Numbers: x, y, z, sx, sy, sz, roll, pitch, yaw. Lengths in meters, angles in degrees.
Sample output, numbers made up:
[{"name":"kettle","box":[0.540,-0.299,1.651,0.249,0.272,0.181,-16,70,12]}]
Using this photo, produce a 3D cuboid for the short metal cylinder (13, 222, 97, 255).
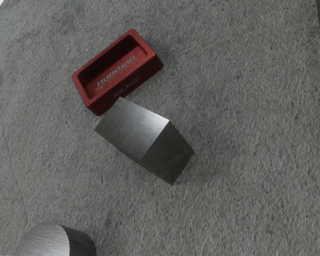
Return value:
[{"name":"short metal cylinder","box":[-0.121,0.154,0.357,0.080,0.050,0.080,-13,56,21]}]

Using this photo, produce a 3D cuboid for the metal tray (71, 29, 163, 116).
[{"name":"metal tray","box":[-0.070,-0.090,0.492,0.130,0.030,0.090,-37,51,3]}]

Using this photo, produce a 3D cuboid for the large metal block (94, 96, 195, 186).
[{"name":"large metal block","box":[-0.016,0.016,0.367,0.080,0.080,0.050,27,77,37]}]

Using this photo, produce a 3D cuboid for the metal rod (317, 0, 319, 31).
[{"name":"metal rod","box":[0.204,-0.117,0.368,0.025,0.025,0.300,-5,59,26]}]
